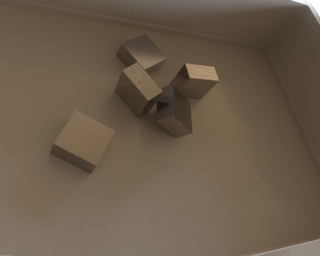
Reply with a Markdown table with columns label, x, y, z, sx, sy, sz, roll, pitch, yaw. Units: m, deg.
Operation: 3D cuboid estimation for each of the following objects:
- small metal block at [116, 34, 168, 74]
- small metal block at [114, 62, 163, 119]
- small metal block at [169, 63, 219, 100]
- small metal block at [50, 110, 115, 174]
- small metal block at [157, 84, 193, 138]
| label | x | y | z | sx | sy | sz | roll | pitch | yaw |
| --- | --- | --- | --- | --- | --- | --- | --- | --- | --- |
| small metal block | -0.026 | -0.105 | 0.455 | 0.050 | 0.025 | 0.050 | 49 | 51 | 6 |
| small metal block | -0.029 | -0.048 | 0.401 | 0.025 | 0.050 | 0.050 | -36 | 82 | -30 |
| small metal block | 0.050 | -0.067 | 0.457 | 0.050 | 0.050 | 0.025 | 1 | 62 | -28 |
| small metal block | -0.086 | 0.016 | 0.349 | 0.050 | 0.025 | 0.050 | 29 | 52 | -10 |
| small metal block | 0.020 | -0.022 | 0.414 | 0.050 | 0.025 | 0.050 | 40 | 41 | -47 |
